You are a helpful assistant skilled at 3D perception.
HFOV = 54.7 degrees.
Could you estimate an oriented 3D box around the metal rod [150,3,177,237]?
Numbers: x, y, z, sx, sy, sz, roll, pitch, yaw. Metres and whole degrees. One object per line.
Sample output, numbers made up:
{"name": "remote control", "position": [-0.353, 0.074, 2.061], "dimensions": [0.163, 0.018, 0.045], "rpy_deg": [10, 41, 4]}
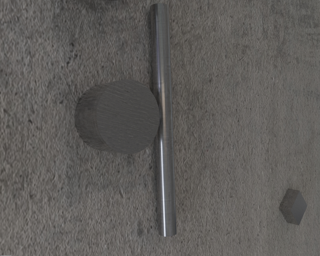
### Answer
{"name": "metal rod", "position": [0.005, -0.009, 0.408], "dimensions": [0.025, 0.025, 0.298], "rpy_deg": [-4, 93, -40]}

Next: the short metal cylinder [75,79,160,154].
{"name": "short metal cylinder", "position": [-0.047, -0.012, 0.349], "dimensions": [0.081, 0.050, 0.080], "rpy_deg": [0, 90, -40]}

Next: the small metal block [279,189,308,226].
{"name": "small metal block", "position": [0.273, 0.161, 0.633], "dimensions": [0.050, 0.025, 0.050], "rpy_deg": [-51, 120, -28]}
